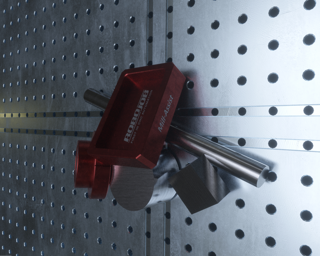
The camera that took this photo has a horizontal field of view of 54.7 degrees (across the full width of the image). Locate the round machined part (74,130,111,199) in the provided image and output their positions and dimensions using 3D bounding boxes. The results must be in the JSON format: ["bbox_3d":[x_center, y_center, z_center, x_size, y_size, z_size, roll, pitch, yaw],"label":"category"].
[{"bbox_3d":[-0.099,0.052,0.444,0.098,0.042,0.097,-175,89,-73],"label":"round machined part"}]

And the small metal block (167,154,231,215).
[{"bbox_3d":[0.043,0.065,0.354,0.050,0.025,0.050,55,140,7],"label":"small metal block"}]

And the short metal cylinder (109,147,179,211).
[{"bbox_3d":[-0.021,0.063,0.406,0.080,0.050,0.079,0,90,40],"label":"short metal cylinder"}]

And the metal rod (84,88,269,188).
[{"bbox_3d":[-0.003,-0.001,0.407,0.300,0.025,0.025,25,106,37],"label":"metal rod"}]

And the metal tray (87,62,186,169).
[{"bbox_3d":[-0.028,-0.017,0.386,0.090,0.030,0.130,0,61,39],"label":"metal tray"}]
